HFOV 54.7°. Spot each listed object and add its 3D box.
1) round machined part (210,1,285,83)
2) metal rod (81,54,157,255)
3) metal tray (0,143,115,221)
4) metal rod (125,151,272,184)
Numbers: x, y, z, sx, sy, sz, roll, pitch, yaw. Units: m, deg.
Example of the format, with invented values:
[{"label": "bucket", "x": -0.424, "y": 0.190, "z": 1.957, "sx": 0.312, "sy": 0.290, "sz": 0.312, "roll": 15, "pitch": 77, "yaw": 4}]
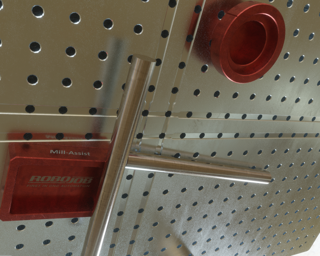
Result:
[{"label": "round machined part", "x": 0.105, "y": -0.110, "z": 0.392, "sx": 0.099, "sy": 0.042, "sz": 0.097, "roll": -14, "pitch": 125, "yaw": -21}, {"label": "metal rod", "x": -0.058, "y": 0.058, "z": 0.377, "sx": 0.025, "sy": 0.025, "sz": 0.298, "roll": 4, "pitch": 117, "yaw": -31}, {"label": "metal tray", "x": -0.122, "y": 0.068, "z": 0.384, "sx": 0.131, "sy": 0.030, "sz": 0.089, "roll": 7, "pitch": 115, "yaw": -32}, {"label": "metal rod", "x": 0.075, "y": 0.067, "z": 0.495, "sx": 0.302, "sy": 0.025, "sz": 0.025, "roll": 12, "pitch": 112, "yaw": -34}]
